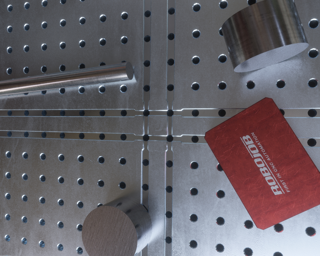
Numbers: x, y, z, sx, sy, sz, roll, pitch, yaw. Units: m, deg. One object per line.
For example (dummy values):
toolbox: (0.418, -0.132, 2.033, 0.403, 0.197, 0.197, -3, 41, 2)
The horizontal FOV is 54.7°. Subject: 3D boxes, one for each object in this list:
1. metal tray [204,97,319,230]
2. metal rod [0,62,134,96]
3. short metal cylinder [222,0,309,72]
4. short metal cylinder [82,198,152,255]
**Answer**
metal tray: (0.124, 0.041, 0.366, 0.090, 0.030, 0.130, -32, 80, 17)
metal rod: (-0.183, -0.069, 0.477, 0.301, 0.025, 0.025, -4, 89, 19)
short metal cylinder: (0.114, -0.100, 0.343, 0.080, 0.080, 0.050, -17, 84, 19)
short metal cylinder: (-0.057, 0.139, 0.419, 0.080, 0.050, 0.080, 0, 90, 20)
